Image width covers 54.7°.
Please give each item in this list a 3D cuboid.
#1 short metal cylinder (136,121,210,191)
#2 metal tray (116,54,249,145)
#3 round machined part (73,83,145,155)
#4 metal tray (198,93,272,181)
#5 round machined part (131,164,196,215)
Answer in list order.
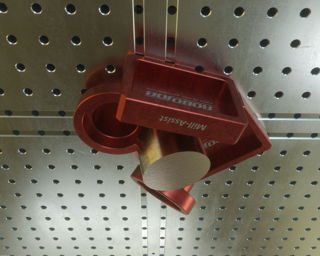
[{"bbox_3d":[0.015,0.033,0.375,0.081,0.050,0.080,-9,140,-8],"label":"short metal cylinder"},{"bbox_3d":[0.023,-0.034,0.340,0.131,0.090,0.030,12,129,-11],"label":"metal tray"},{"bbox_3d":[-0.054,-0.015,0.387,0.099,0.042,0.097,-1,130,0],"label":"round machined part"},{"bbox_3d":[0.072,0.019,0.425,0.130,0.030,0.090,-29,125,22],"label":"metal tray"},{"bbox_3d":[0.010,0.080,0.446,0.098,0.042,0.098,31,164,11],"label":"round machined part"}]
